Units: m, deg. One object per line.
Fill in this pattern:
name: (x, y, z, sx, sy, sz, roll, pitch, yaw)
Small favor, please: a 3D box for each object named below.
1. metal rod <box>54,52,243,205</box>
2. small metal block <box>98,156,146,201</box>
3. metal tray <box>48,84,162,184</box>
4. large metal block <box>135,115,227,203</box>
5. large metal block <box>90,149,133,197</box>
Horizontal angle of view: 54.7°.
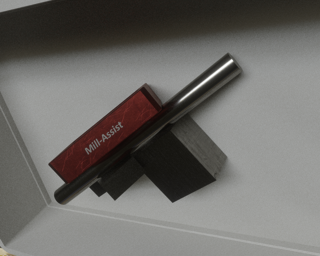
metal rod: (-0.031, 0.014, 0.382, 0.299, 0.025, 0.025, -37, 98, 23)
small metal block: (-0.049, 0.061, 0.390, 0.025, 0.050, 0.050, 50, 165, -7)
metal tray: (-0.058, 0.002, 0.360, 0.130, 0.090, 0.030, -38, 99, 6)
large metal block: (0.025, 0.039, 0.401, 0.080, 0.050, 0.080, 47, 129, -6)
large metal block: (-0.084, 0.044, 0.458, 0.080, 0.050, 0.080, 47, 129, -6)
